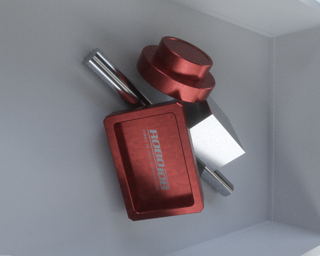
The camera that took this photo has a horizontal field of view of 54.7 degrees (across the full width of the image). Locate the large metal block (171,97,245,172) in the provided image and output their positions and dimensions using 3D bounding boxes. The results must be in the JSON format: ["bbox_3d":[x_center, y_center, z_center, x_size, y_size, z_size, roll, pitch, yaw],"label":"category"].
[{"bbox_3d":[0.061,-0.002,0.416,0.080,0.050,0.080,44,21,-31],"label":"large metal block"}]

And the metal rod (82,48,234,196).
[{"bbox_3d":[0.015,0.010,0.419,0.300,0.025,0.025,44,63,-31],"label":"metal rod"}]

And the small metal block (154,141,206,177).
[{"bbox_3d":[0.025,0.042,0.411,0.050,0.050,0.025,46,63,-31],"label":"small metal block"}]

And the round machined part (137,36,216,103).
[{"bbox_3d":[0.025,-0.076,0.377,0.099,0.098,0.042,-3,132,-40],"label":"round machined part"}]

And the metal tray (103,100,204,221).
[{"bbox_3d":[-0.005,0.039,0.362,0.030,0.090,0.129,-58,137,-75],"label":"metal tray"}]
